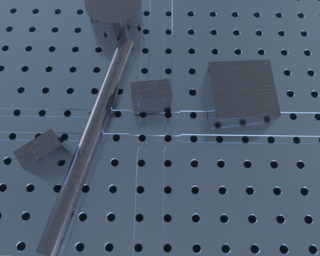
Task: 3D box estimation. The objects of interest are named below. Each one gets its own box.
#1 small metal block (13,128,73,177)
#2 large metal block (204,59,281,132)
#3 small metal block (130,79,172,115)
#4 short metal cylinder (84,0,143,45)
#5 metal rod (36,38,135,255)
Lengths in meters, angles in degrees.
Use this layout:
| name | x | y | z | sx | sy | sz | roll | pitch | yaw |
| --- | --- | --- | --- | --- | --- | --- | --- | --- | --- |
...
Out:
| name | x | y | z | sx | sy | sz | roll | pitch | yaw |
| --- | --- | --- | --- | --- | --- | --- | --- | --- | --- |
| small metal block | -0.143 | 0.032 | 0.385 | 0.050 | 0.050 | 0.025 | -34 | 74 | -12 |
| large metal block | 0.106 | -0.042 | 0.415 | 0.081 | 0.050 | 0.080 | -3 | 70 | -2 |
| small metal block | -0.011 | -0.040 | 0.413 | 0.050 | 0.050 | 0.025 | -5 | 70 | -2 |
| short metal cylinder | -0.067 | -0.173 | 0.461 | 0.081 | 0.050 | 0.080 | 0 | 70 | 0 |
| metal rod | -0.089 | 0.010 | 0.406 | 0.025 | 0.025 | 0.299 | 15 | 70 | 5 |
